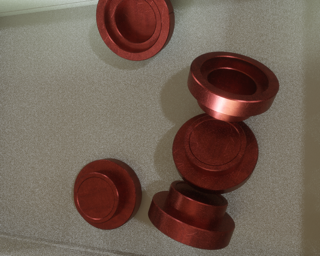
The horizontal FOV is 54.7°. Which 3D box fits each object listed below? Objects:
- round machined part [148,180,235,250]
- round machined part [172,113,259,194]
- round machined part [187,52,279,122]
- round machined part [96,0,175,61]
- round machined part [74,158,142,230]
[{"bbox_3d":[0.039,0.093,0.357,0.098,0.098,0.042,20,98,18],"label":"round machined part"},{"bbox_3d":[0.063,0.024,0.358,0.099,0.042,0.098,-3,63,7],"label":"round machined part"},{"bbox_3d":[0.080,-0.044,0.354,0.098,0.098,0.042,26,135,17],"label":"round machined part"},{"bbox_3d":[-0.028,-0.139,0.397,0.098,0.042,0.097,9,120,16],"label":"round machined part"},{"bbox_3d":[-0.078,0.093,0.428,0.098,0.042,0.097,0,90,19],"label":"round machined part"}]
